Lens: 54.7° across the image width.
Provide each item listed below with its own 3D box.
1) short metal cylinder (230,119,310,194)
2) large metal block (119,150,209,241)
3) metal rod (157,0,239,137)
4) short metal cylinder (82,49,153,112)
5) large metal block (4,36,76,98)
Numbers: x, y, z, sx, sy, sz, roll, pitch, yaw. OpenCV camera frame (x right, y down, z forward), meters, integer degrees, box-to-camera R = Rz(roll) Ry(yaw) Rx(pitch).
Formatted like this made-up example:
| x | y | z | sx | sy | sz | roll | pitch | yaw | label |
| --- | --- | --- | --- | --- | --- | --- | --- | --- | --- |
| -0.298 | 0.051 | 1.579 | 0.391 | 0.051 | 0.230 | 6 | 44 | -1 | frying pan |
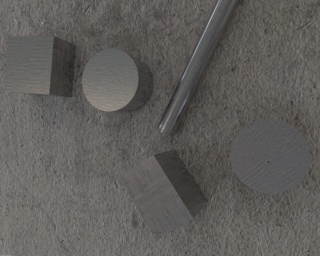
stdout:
| x | y | z | sx | sy | sz | roll | pitch | yaw | label |
| --- | --- | --- | --- | --- | --- | --- | --- | --- | --- |
| 0.124 | 0.030 | 0.352 | 0.080 | 0.050 | 0.080 | 0 | 90 | 20 | short metal cylinder |
| 0.008 | 0.076 | 0.377 | 0.050 | 0.080 | 0.080 | -36 | 79 | 16 | large metal block |
| 0.070 | -0.128 | 0.384 | 0.025 | 0.025 | 0.298 | 28 | 99 | 18 | metal rod |
| -0.056 | -0.061 | 0.415 | 0.080 | 0.050 | 0.080 | 0 | 90 | 20 | short metal cylinder |
| -0.177 | -0.089 | 0.458 | 0.080 | 0.050 | 0.079 | 6 | 92 | 19 | large metal block |
